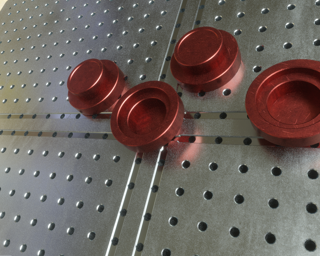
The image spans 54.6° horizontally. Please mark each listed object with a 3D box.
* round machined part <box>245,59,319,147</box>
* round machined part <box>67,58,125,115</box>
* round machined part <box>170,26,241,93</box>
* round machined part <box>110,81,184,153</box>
[{"bbox_3d":[0.146,-0.023,0.335,0.098,0.042,0.098,-13,56,21],"label":"round machined part"},{"bbox_3d":[-0.110,-0.073,0.501,0.098,0.042,0.098,-13,56,21],"label":"round machined part"},{"bbox_3d":[0.059,-0.101,0.429,0.098,0.042,0.098,-13,56,21],"label":"round machined part"},{"bbox_3d":[-0.013,-0.011,0.412,0.098,0.042,0.098,-13,56,21],"label":"round machined part"}]
